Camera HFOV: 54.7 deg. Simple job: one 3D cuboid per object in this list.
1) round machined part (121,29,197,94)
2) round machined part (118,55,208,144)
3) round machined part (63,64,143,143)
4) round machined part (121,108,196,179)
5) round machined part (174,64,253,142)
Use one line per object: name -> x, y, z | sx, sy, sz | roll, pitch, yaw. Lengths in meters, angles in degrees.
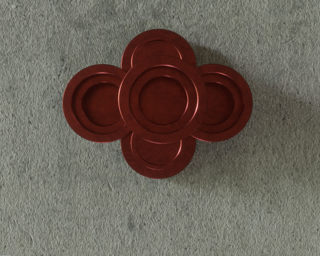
round machined part -> -0.001, -0.081, 0.402 | 0.099, 0.042, 0.097 | 0, 90, -1
round machined part -> 0.003, -0.031, 0.360 | 0.099, 0.042, 0.097 | 0, 90, -1
round machined part -> -0.071, -0.030, 0.402 | 0.099, 0.042, 0.097 | 0, 90, -1
round machined part -> -0.002, 0.018, 0.402 | 0.099, 0.042, 0.097 | 0, 90, -1
round machined part -> 0.066, -0.031, 0.403 | 0.099, 0.042, 0.097 | 0, 90, -1
